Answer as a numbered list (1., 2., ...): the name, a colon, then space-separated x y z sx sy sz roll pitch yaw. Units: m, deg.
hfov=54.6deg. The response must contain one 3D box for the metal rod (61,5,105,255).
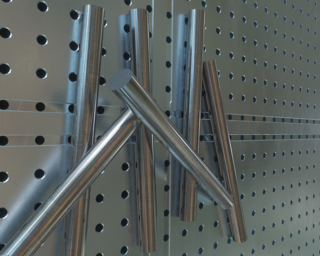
1. metal rod: -0.084 0.017 0.337 0.025 0.025 0.299 7 86 -40

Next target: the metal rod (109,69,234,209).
1. metal rod: 0.034 0.036 0.384 0.300 0.025 0.025 49 60 -45

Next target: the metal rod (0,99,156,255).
1. metal rod: -0.102 0.078 0.298 0.301 0.025 0.025 -51 121 -19

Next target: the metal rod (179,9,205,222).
1. metal rod: 0.046 -0.019 0.446 0.025 0.025 0.298 5 87 -40

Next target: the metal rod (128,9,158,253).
1. metal rod: -0.021 0.005 0.390 0.025 0.025 0.298 -4 93 -40

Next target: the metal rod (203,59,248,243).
1. metal rod: 0.103 0.042 0.493 0.025 0.025 0.298 -21 103 -38
